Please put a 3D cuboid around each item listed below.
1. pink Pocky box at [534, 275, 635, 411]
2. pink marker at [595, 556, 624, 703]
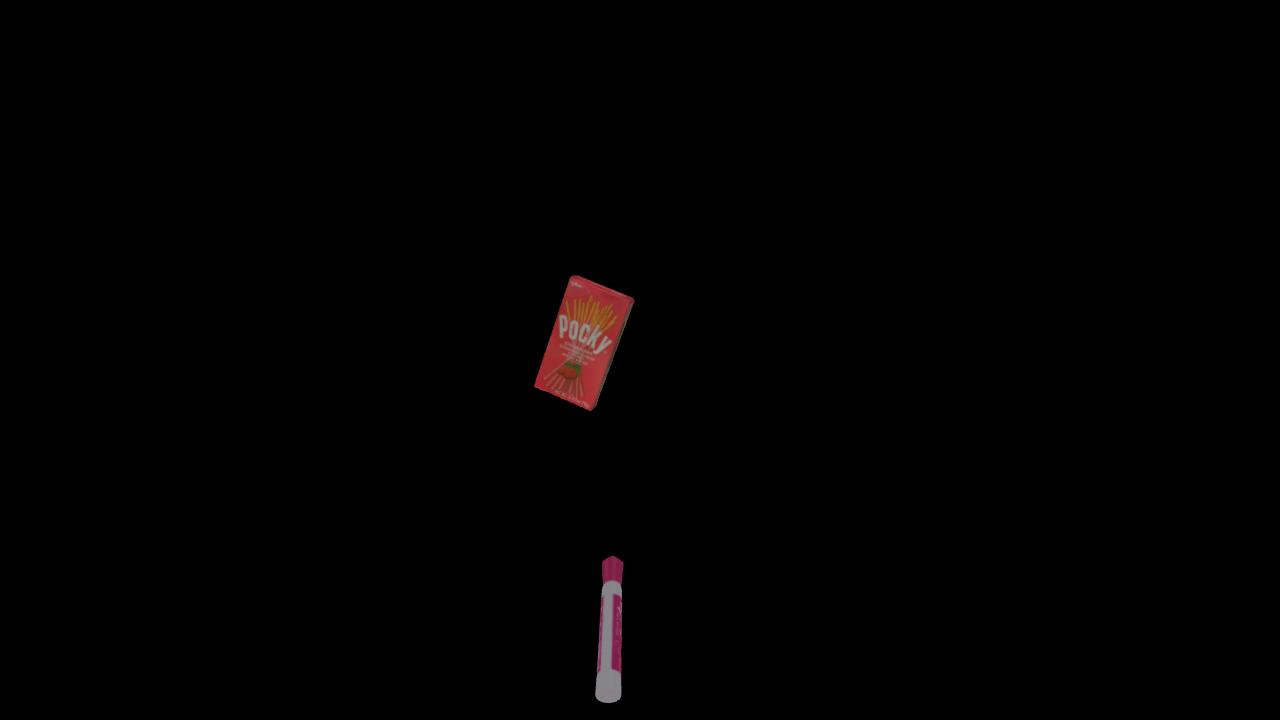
[{"bbox_3d":[-0.072,-0.021,0.780,0.084,0.155,0.029,23,14,8],"label":"pink Pocky box"},{"bbox_3d":[-0.023,0.208,0.491,0.020,0.020,0.121,0,33,0],"label":"pink marker"}]
